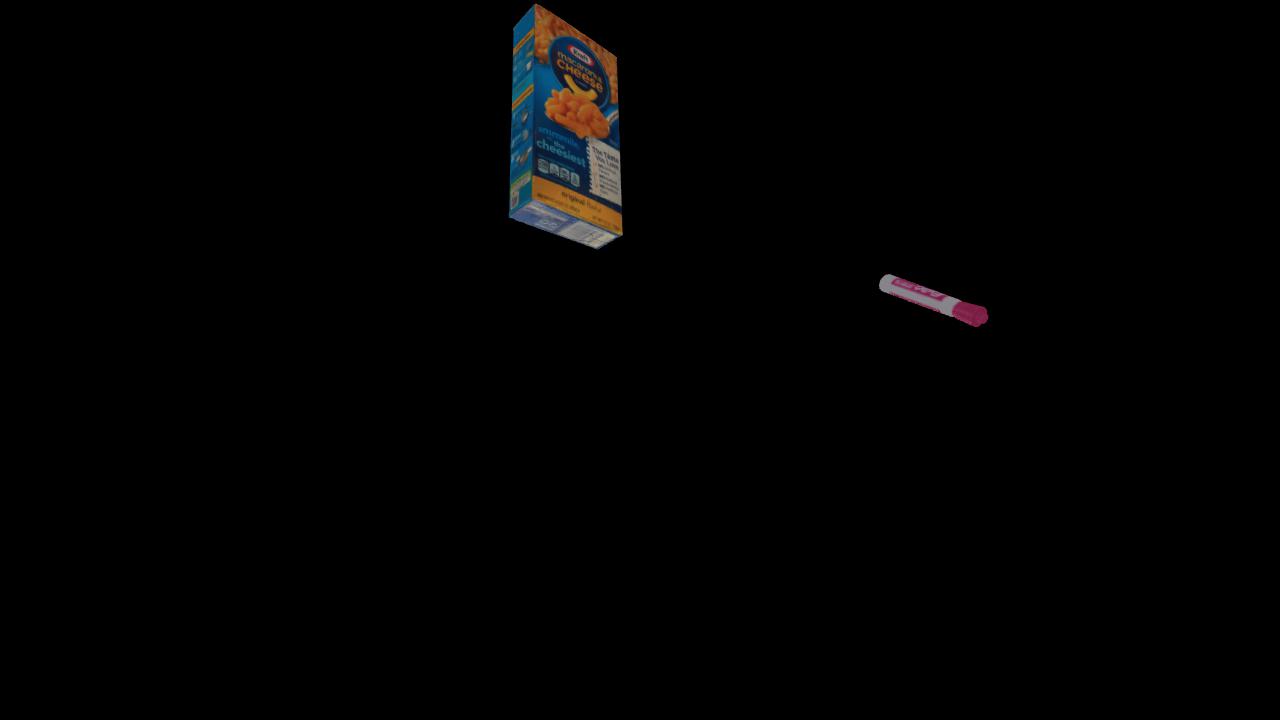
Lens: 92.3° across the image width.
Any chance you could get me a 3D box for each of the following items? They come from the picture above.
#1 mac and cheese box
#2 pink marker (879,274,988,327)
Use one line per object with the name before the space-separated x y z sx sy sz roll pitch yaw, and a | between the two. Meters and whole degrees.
mac and cheese box | -0.061 -0.193 0.517 0.093 0.184 0.041 12 -22 -41
pink marker | 0.277 -0.058 0.586 0.020 0.020 0.121 0 22 -24
